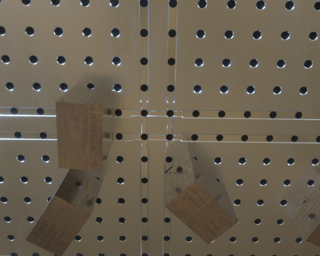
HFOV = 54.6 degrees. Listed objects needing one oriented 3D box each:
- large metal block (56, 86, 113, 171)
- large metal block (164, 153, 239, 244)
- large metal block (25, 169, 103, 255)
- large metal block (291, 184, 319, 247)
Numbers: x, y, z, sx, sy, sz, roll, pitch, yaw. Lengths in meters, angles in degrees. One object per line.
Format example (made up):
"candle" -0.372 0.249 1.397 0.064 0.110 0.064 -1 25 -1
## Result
"large metal block" -0.089 -0.003 0.382 0.050 0.080 0.079 4 110 -1
"large metal block" 0.052 0.092 0.418 0.050 0.080 0.080 -42 105 14
"large metal block" -0.127 0.110 0.424 0.050 0.080 0.080 32 107 -11
"large metal block" 0.258 0.133 0.451 0.080 0.050 0.080 26 108 -10
